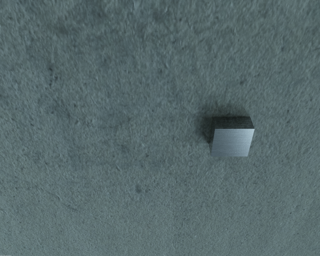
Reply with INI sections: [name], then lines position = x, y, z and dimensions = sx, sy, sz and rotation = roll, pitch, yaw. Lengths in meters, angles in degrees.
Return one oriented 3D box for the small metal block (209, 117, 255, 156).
[small metal block]
position = 0.095, 0.012, 0.418
dimensions = 0.050, 0.025, 0.050
rotation = 0, 130, 0
